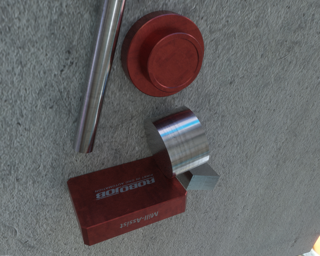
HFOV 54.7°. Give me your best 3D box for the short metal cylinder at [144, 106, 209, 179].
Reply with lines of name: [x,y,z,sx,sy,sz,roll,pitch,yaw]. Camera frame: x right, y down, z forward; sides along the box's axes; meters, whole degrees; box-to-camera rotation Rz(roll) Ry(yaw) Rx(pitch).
short metal cylinder: [0.020,0.018,0.395,0.050,0.080,0.080,-22,127,-16]

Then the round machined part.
round machined part: [0.009,-0.079,0.353,0.099,0.042,0.097,-14,125,-21]

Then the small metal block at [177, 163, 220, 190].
small metal block: [0.052,0.067,0.462,0.050,0.050,0.025,8,114,-32]

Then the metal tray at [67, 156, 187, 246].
metal tray: [-0.043,0.086,0.395,0.131,0.090,0.030,-13,124,-21]

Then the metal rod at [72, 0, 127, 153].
metal rod: [-0.052,-0.107,0.313,0.025,0.025,0.298,3,117,-30]
